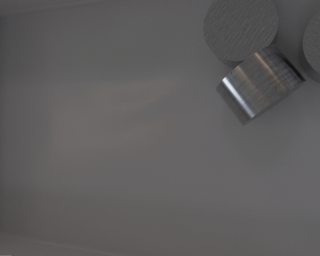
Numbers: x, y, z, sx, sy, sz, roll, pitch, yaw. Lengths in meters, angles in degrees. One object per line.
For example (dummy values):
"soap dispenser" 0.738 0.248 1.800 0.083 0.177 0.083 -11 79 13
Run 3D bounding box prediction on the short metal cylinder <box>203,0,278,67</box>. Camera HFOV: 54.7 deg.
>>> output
"short metal cylinder" 0.096 -0.113 0.363 0.080 0.050 0.080 0 90 20

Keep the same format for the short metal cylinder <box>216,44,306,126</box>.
"short metal cylinder" 0.110 -0.046 0.342 0.080 0.080 0.050 -38 78 16

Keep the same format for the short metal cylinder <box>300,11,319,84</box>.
"short metal cylinder" 0.193 -0.087 0.329 0.080 0.050 0.080 0 90 20
